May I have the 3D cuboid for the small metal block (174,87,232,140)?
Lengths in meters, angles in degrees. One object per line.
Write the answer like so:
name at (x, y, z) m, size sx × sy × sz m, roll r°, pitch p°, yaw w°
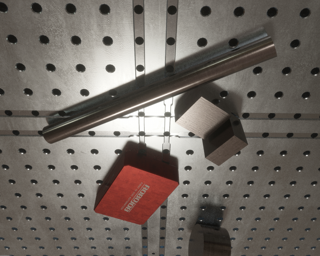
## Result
small metal block at (0.054, -0.019, 0.397) m, size 0.050 × 0.025 × 0.050 m, roll 29°, pitch 124°, yaw -23°

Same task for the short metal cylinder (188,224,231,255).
short metal cylinder at (0.089, 0.219, 0.564) m, size 0.050 × 0.080 × 0.079 m, roll 12°, pitch 129°, yaw -10°

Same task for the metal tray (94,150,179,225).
metal tray at (-0.039, 0.099, 0.493) m, size 0.091 × 0.030 × 0.129 m, roll 22°, pitch 127°, yaw -18°

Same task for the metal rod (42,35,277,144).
metal rod at (-0.013, -0.040, 0.377) m, size 0.301 × 0.025 × 0.025 m, roll -20°, pitch 128°, yaw 15°

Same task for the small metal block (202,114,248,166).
small metal block at (0.083, 0.013, 0.408) m, size 0.025 × 0.050 × 0.050 m, roll 32°, pitch 123°, yaw -24°
